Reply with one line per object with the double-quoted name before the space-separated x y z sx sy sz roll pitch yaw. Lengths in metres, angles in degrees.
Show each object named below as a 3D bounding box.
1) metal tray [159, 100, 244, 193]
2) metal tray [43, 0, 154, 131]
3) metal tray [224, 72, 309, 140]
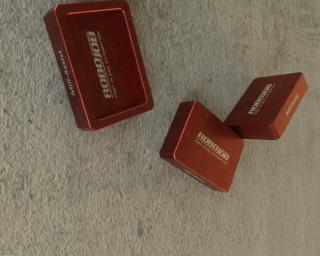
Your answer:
"metal tray" 0.067 0.030 0.457 0.130 0.030 0.090 36 68 -34
"metal tray" -0.063 -0.071 0.347 0.091 0.030 0.129 -24 105 -37
"metal tray" 0.173 -0.036 0.506 0.130 0.090 0.030 -50 120 -28
